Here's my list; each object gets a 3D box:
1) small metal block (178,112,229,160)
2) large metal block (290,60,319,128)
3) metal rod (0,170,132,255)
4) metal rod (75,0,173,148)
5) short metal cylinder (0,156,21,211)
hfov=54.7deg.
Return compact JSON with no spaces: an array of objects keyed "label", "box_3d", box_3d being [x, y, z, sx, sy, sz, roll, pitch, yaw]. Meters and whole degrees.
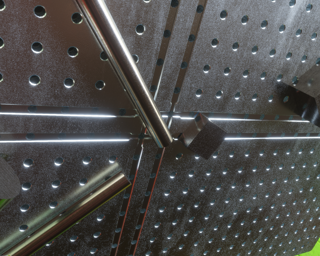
[{"label":"small metal block","box_3d":[0.064,0.013,0.454,0.050,0.025,0.050,31,101,-38]},{"label":"large metal block","box_3d":[0.271,-0.058,0.507,0.080,0.050,0.080,-40,130,-1]},{"label":"metal rod","box_3d":[-0.169,0.153,0.413,0.301,0.025,0.025,-35,129,-5]},{"label":"metal rod","box_3d":[-0.048,-0.086,0.331,0.025,0.025,0.299,-33,129,-7]},{"label":"short metal cylinder","box_3d":[-0.190,0.058,0.307,0.050,0.080,0.080,-45,129,3]}]
